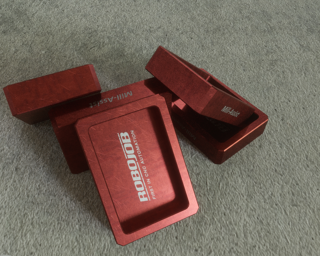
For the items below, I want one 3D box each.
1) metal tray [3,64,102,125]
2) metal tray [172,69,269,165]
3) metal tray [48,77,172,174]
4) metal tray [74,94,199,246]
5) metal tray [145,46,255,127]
[{"bbox_3d":[-0.123,-0.036,0.372,0.091,0.130,0.030,-19,92,-16],"label":"metal tray"},{"bbox_3d":[0.066,-0.022,0.420,0.091,0.030,0.130,-31,57,-24],"label":"metal tray"},{"bbox_3d":[-0.052,-0.002,0.363,0.131,0.089,0.030,-20,53,-16],"label":"metal tray"},{"bbox_3d":[-0.022,0.040,0.314,0.091,0.030,0.129,-20,98,-16],"label":"metal tray"},{"bbox_3d":[0.053,-0.046,0.371,0.090,0.030,0.131,45,18,30],"label":"metal tray"}]
